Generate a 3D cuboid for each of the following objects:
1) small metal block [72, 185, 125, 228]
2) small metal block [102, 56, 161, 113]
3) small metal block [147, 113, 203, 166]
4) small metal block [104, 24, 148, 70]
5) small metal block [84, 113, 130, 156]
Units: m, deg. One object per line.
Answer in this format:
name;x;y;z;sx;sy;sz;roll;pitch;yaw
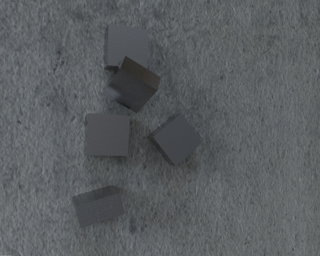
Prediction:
small metal block;-0.075;0.092;0.369;0.050;0.050;0.025;-14;95;-20
small metal block;-0.035;-0.052;0.381;0.050;0.050;0.025;29;45;-18
small metal block;0.020;0.015;0.418;0.050;0.025;0.050;-40;103;-16
small metal block;-0.043;-0.100;0.394;0.050;0.025;0.050;1;90;-21
small metal block;-0.066;0.008;0.385;0.050;0.025;0.050;3;89;-20
